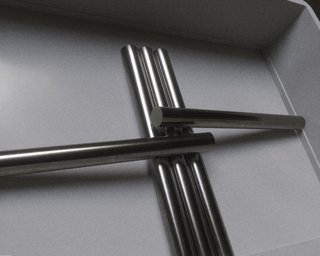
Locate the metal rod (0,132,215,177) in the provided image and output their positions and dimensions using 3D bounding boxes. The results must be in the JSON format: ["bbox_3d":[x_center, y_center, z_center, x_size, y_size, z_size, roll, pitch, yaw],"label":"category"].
[{"bbox_3d":[-0.076,0.028,0.326,0.303,0.025,0.025,-4,64,-24],"label":"metal rod"}]

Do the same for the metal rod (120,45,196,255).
[{"bbox_3d":[-0.008,0.019,0.390,0.025,0.025,0.299,-1,62,-29],"label":"metal rod"}]

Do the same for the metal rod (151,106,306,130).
[{"bbox_3d":[0.120,-0.011,0.455,0.302,0.025,0.025,1,61,-35],"label":"metal rod"}]

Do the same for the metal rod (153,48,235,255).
[{"bbox_3d":[0.036,0.018,0.414,0.025,0.025,0.299,-1,62,-29],"label":"metal rod"}]

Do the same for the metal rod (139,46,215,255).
[{"bbox_3d":[0.014,0.018,0.402,0.025,0.025,0.299,-1,62,-29],"label":"metal rod"}]
